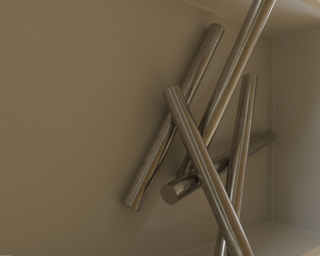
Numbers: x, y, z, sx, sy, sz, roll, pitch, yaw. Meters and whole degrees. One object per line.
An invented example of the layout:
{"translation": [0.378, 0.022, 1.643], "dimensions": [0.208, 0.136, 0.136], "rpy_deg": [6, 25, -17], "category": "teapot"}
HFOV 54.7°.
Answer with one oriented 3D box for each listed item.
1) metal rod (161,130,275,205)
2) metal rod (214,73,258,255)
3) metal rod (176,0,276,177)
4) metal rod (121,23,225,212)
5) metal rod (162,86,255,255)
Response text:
{"translation": [0.107, 0.047, 0.471], "dimensions": [0.302, 0.025, 0.025], "rpy_deg": [-17, 102, -48], "category": "metal rod"}
{"translation": [0.110, 0.045, 0.436], "dimensions": [0.025, 0.025, 0.300], "rpy_deg": [38, 55, -34], "category": "metal rod"}
{"translation": [0.088, -0.059, 0.403], "dimensions": [0.025, 0.025, 0.298], "rpy_deg": [9, 109, -40], "category": "metal rod"}
{"translation": [0.026, -0.029, 0.430], "dimensions": [0.025, 0.025, 0.300], "rpy_deg": [41, 65, -33], "category": "metal rod"}
{"translation": [0.069, 0.084, 0.371], "dimensions": [0.025, 0.025, 0.299], "rpy_deg": [-10, 71, -40], "category": "metal rod"}
